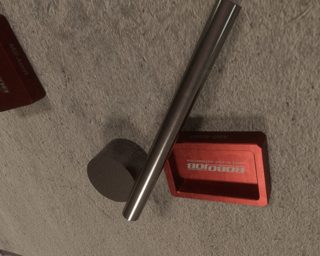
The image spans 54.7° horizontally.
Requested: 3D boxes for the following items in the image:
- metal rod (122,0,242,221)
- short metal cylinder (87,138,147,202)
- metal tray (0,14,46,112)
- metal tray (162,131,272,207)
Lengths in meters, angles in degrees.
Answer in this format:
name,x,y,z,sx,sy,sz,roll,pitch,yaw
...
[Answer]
name,x,y,z,sx,sy,sz,roll,pitch,yaw
metal rod,0.013,0.000,0.365,0.025,0.025,0.298,29,118,9
short metal cylinder,-0.060,0.062,0.459,0.080,0.050,0.079,13,124,20
metal tray,-0.242,-0.093,0.470,0.090,0.030,0.129,-9,114,31
metal tray,0.069,0.050,0.396,0.130,0.030,0.089,0,118,28
